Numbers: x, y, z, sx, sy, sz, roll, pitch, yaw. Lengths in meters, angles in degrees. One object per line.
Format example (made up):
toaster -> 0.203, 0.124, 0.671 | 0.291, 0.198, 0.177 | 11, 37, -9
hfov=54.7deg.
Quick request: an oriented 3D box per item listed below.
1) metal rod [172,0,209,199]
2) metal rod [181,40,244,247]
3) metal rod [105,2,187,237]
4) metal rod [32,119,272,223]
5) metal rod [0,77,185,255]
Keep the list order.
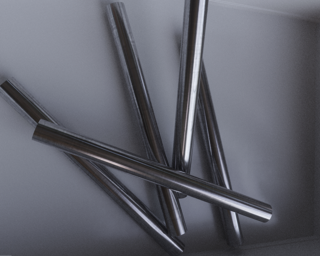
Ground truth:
metal rod -> 0.033, -0.047, 0.360 | 0.025, 0.025, 0.298 | -6, 116, -20
metal rod -> 0.075, 0.022, 0.437 | 0.025, 0.025, 0.298 | -15, 95, -19
metal rod -> -0.017, -0.009, 0.394 | 0.025, 0.025, 0.298 | -16, 92, -19
metal rod -> 0.003, 0.056, 0.370 | 0.302, 0.025, 0.025 | 22, 83, -13
metal rod -> -0.075, 0.058, 0.382 | 0.025, 0.025, 0.300 | -46, 105, -14
